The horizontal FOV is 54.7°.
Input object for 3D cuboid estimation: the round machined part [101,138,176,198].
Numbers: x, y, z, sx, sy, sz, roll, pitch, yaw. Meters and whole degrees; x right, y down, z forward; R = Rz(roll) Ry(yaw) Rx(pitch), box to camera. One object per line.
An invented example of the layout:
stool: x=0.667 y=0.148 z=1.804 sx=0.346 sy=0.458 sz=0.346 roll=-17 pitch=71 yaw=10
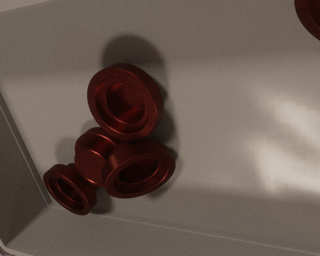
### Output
round machined part: x=-0.032 y=0.050 z=0.422 sx=0.042 sy=0.099 sz=0.097 roll=63 pitch=141 yaw=38

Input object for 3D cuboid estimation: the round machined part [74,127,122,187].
round machined part: x=-0.091 y=0.051 z=0.475 sx=0.098 sy=0.042 sz=0.097 roll=13 pitch=124 yaw=20

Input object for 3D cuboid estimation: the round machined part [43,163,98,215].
round machined part: x=-0.146 y=0.099 z=0.527 sx=0.098 sy=0.042 sz=0.097 roll=19 pitch=133 yaw=22

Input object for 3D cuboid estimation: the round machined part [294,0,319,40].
round machined part: x=0.158 y=-0.103 z=0.230 sx=0.098 sy=0.042 sz=0.098 roll=31 pitch=167 yaw=8

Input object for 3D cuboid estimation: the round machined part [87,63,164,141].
round machined part: x=-0.039 y=-0.035 z=0.394 sx=0.098 sy=0.042 sz=0.097 roll=12 pitch=121 yaw=21
